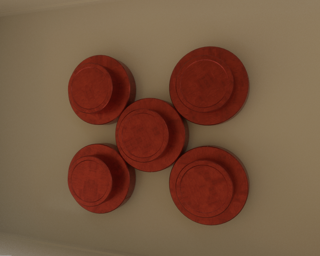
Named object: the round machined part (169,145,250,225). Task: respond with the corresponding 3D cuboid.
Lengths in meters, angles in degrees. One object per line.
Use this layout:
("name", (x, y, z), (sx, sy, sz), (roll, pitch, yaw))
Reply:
("round machined part", (0.058, 0.071, 0.379), (0.098, 0.042, 0.097), (0, 90, 19))

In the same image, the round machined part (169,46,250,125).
("round machined part", (0.058, -0.052, 0.379), (0.098, 0.042, 0.097), (0, 90, 19))

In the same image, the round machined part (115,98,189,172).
("round machined part", (-0.015, 0.009, 0.404), (0.098, 0.042, 0.097), (0, 90, 19))

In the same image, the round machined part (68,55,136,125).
("round machined part", (-0.087, -0.053, 0.429), (0.098, 0.042, 0.097), (0, 90, 19))

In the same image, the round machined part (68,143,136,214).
("round machined part", (-0.087, 0.071, 0.429), (0.098, 0.042, 0.097), (0, 90, 19))
